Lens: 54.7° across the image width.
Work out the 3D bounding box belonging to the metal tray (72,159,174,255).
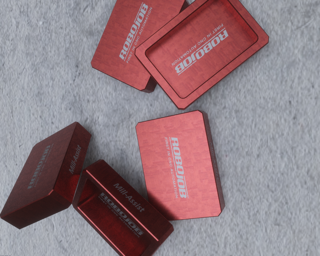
[{"bbox_3d":[-0.053,0.114,0.402,0.130,0.030,0.089,40,132,15],"label":"metal tray"}]

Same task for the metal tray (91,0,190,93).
[{"bbox_3d":[-0.027,-0.123,0.415,0.090,0.030,0.129,28,99,17],"label":"metal tray"}]

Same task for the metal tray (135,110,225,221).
[{"bbox_3d":[0.025,0.049,0.397,0.090,0.030,0.129,-12,86,19],"label":"metal tray"}]

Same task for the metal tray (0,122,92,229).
[{"bbox_3d":[-0.145,0.057,0.407,0.090,0.130,0.030,-26,124,21],"label":"metal tray"}]

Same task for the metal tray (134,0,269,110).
[{"bbox_3d":[0.048,-0.094,0.366,0.130,0.030,0.090,-39,88,3],"label":"metal tray"}]
